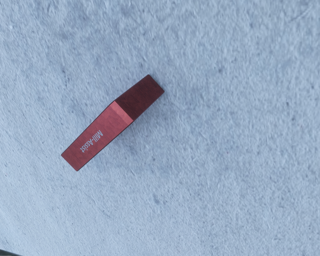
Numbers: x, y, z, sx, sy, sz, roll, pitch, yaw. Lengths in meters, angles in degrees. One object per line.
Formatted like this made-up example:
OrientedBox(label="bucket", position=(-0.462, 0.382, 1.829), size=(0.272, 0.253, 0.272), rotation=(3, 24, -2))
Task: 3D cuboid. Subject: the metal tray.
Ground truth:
OrientedBox(label="metal tray", position=(-0.060, -0.005, 0.391), size=(0.030, 0.090, 0.129), rotation=(48, 129, -5))
